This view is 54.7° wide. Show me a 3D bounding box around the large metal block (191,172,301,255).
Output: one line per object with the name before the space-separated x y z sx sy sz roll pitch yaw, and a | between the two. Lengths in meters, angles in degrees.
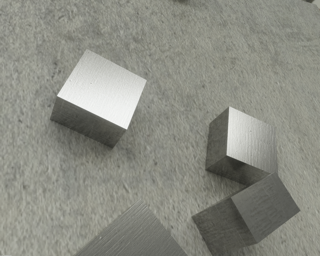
large metal block | 0.098 0.100 0.362 0.081 0.080 0.050 -17 71 -35

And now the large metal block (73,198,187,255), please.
large metal block | -0.029 0.129 0.294 0.080 0.050 0.081 50 51 6

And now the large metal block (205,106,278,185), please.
large metal block | 0.114 0.028 0.434 0.080 0.050 0.080 23 53 -15

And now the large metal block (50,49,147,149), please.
large metal block | -0.072 -0.035 0.371 0.080 0.050 0.080 27 52 -12
